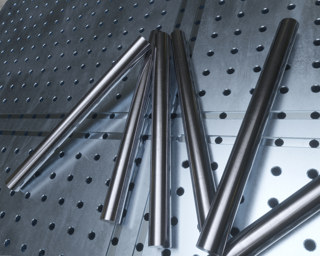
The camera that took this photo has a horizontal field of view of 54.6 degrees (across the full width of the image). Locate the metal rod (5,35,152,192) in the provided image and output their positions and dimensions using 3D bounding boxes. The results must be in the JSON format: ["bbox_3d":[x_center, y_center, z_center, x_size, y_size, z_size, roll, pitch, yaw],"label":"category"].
[{"bbox_3d":[-0.124,-0.021,0.470,0.300,0.025,0.025,-47,51,2],"label":"metal rod"}]

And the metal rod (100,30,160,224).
[{"bbox_3d":[-0.032,-0.019,0.437,0.025,0.025,0.300,-2,60,27],"label":"metal rod"}]

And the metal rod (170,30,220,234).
[{"bbox_3d":[0.040,-0.018,0.399,0.025,0.025,0.300,-18,54,18],"label":"metal rod"}]

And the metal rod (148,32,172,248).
[{"bbox_3d":[0.001,-0.005,0.401,0.025,0.025,0.299,-12,60,22],"label":"metal rod"}]

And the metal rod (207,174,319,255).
[{"bbox_3d":[0.094,0.103,0.296,0.300,0.025,0.025,-37,51,3],"label":"metal rod"}]

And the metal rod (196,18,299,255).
[{"bbox_3d":[0.106,-0.010,0.343,0.025,0.025,0.300,11,62,33],"label":"metal rod"}]
